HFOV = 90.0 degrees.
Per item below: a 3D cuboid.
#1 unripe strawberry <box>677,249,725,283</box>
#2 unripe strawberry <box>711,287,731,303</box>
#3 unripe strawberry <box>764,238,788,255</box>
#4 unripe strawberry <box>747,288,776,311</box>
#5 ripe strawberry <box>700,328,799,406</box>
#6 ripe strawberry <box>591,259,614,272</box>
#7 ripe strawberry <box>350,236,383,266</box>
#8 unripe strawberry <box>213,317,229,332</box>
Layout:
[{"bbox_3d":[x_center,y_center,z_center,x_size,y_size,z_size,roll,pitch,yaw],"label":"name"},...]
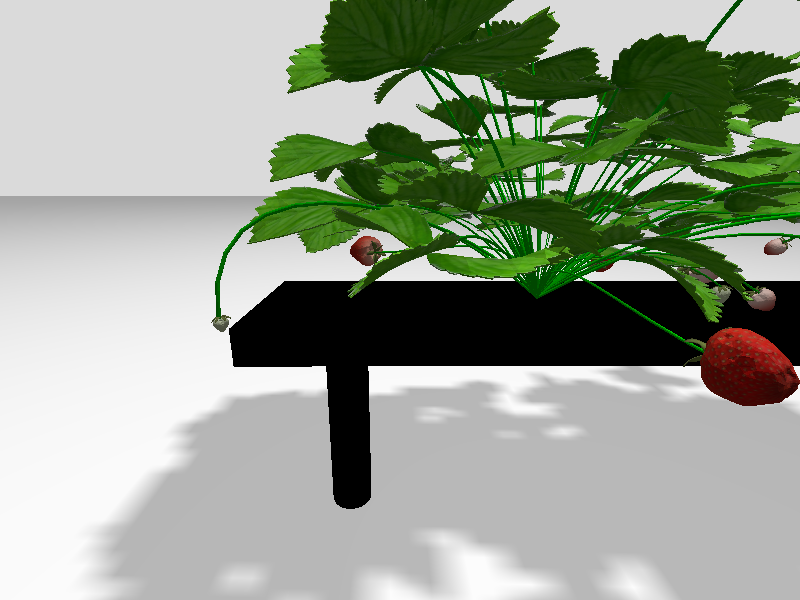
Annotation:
[{"bbox_3d":[0.311,-0.035,0.410,0.038,0.037,0.042,-4,17,-16],"label":"unripe strawberry"},{"bbox_3d":[0.281,-0.004,0.350,0.013,0.015,0.015,-14,15,9],"label":"unripe strawberry"},{"bbox_3d":[0.536,-0.075,0.572,0.026,0.023,0.026,-3,-24,-10],"label":"unripe strawberry"},{"bbox_3d":[0.297,0.001,0.327,0.019,0.019,0.018,-42,4,20],"label":"unripe strawberry"},{"bbox_3d":[0.159,0.032,0.183,0.032,0.036,0.034,-3,17,-10],"label":"ripe strawberry"},{"bbox_3d":[0.236,-0.046,0.465,0.027,0.028,0.024,-15,22,-42],"label":"ripe strawberry"},{"bbox_3d":[-0.043,-0.062,0.500,0.038,0.037,0.041,13,21,39],"label":"ripe strawberry"},{"bbox_3d":[-0.116,0.016,0.261,0.010,0.010,0.011,-7,18,-22],"label":"unripe strawberry"}]
